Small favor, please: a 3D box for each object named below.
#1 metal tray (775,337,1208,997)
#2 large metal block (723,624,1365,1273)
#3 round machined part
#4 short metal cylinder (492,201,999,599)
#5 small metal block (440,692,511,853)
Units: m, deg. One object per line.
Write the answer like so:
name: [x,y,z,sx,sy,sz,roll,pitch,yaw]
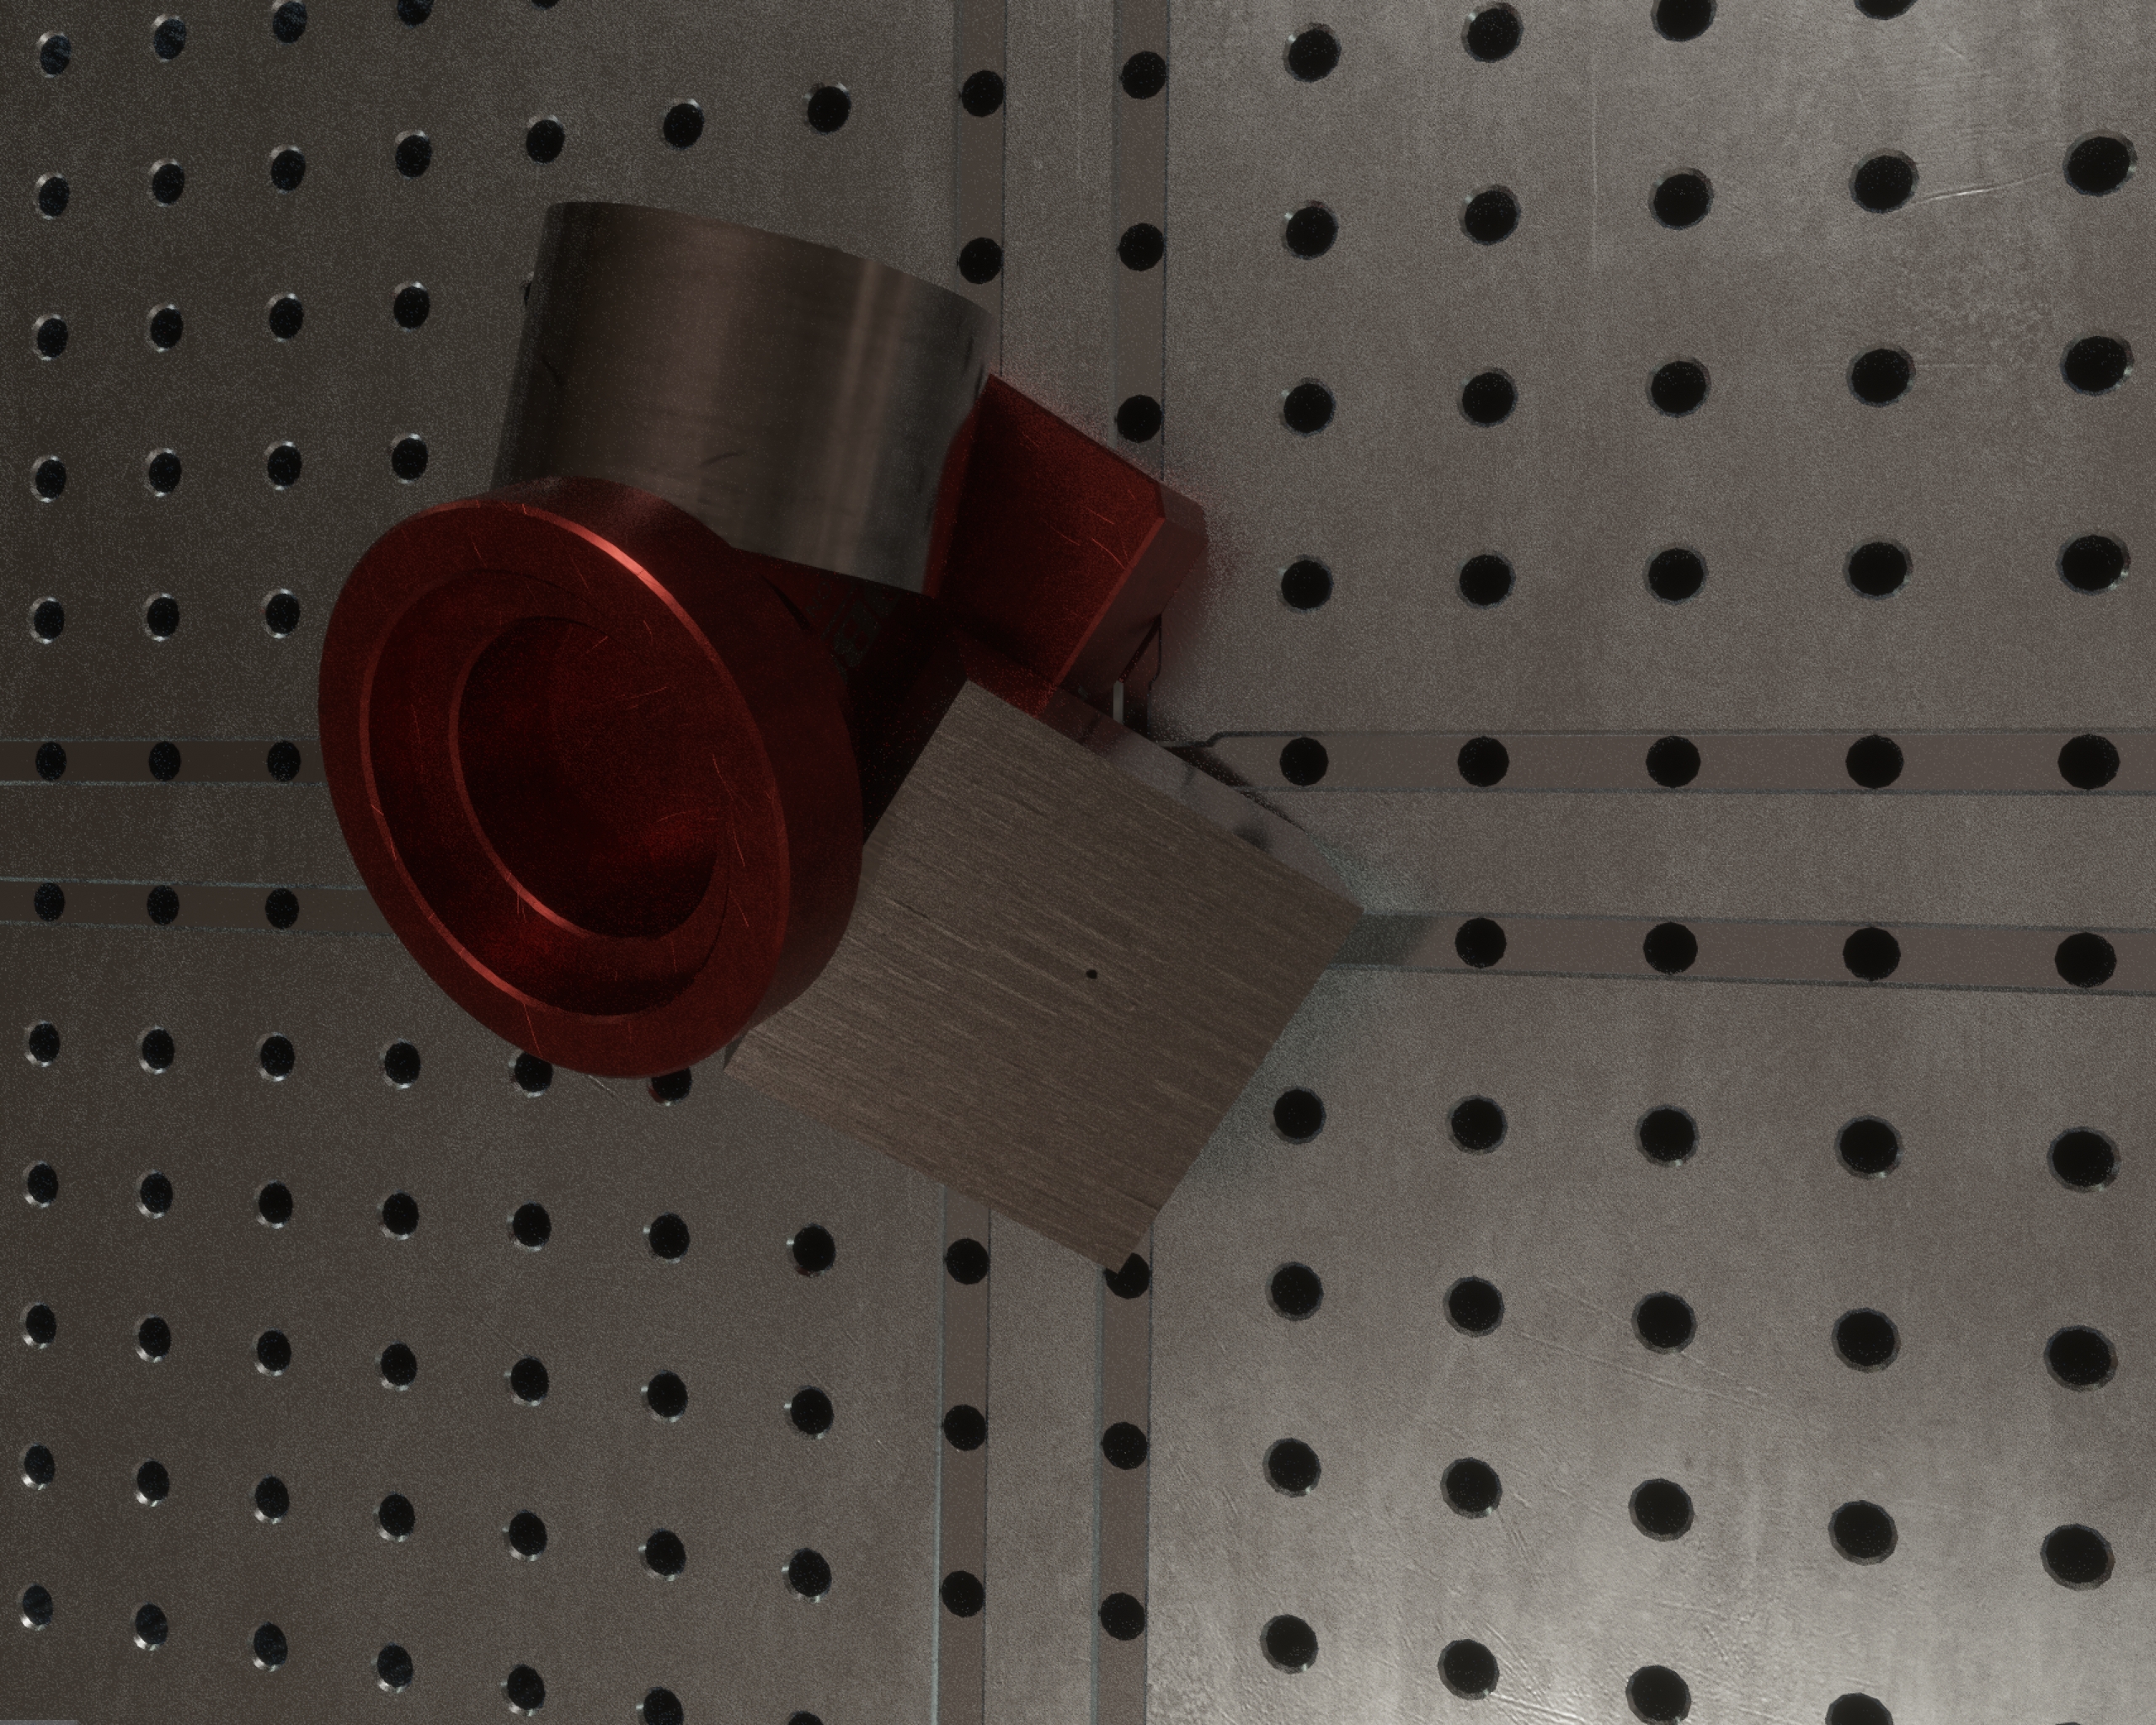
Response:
metal tray: [-0.046,-0.040,0.426,0.090,0.030,0.129,36,101,16]
large metal block: [-0.008,0.015,0.382,0.080,0.050,0.080,30,101,-14]
round machined part: [-0.076,-0.017,0.350,0.098,0.042,0.097,12,116,27]
short metal cylinder: [-0.059,-0.080,0.371,0.080,0.080,0.050,14,95,19]
small metal block: [-0.105,-0.027,0.402,0.025,0.050,0.050,20,97,18]
